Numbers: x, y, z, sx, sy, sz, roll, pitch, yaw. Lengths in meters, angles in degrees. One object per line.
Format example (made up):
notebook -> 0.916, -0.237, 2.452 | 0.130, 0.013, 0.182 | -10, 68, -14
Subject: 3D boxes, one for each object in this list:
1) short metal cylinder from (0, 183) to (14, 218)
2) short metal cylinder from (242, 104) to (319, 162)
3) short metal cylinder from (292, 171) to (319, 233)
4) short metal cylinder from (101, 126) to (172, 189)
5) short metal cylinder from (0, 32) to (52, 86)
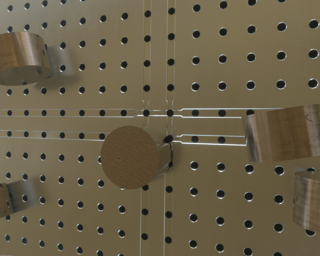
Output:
short metal cylinder -> -0.276, 0.122, 0.481 | 0.080, 0.080, 0.050 | -20, 83, 19
short metal cylinder -> 0.134, 0.006, 0.336 | 0.080, 0.080, 0.050 | -10, 87, 20
short metal cylinder -> 0.181, 0.076, 0.319 | 0.080, 0.080, 0.050 | 3, 91, 20
short metal cylinder -> -0.030, 0.037, 0.410 | 0.080, 0.050, 0.079 | 0, 90, 20
short metal cylinder -> -0.207, -0.100, 0.457 | 0.080, 0.080, 0.050 | -18, 84, 19
